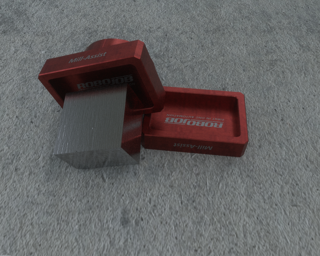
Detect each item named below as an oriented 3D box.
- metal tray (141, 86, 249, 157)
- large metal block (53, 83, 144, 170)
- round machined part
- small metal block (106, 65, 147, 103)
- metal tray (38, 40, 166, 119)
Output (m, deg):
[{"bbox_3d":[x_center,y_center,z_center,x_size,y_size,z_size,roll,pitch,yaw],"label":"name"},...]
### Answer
[{"bbox_3d":[0.046,-0.011,0.411,0.131,0.030,0.090,5,50,3],"label":"metal tray"},{"bbox_3d":[-0.068,0.000,0.363,0.080,0.050,0.080,-7,61,17],"label":"large metal block"},{"bbox_3d":[-0.054,-0.077,0.407,0.099,0.097,0.042,5,50,3],"label":"round machined part"},{"bbox_3d":[-0.049,-0.066,0.460,0.050,0.025,0.050,5,50,4],"label":"small metal block"},{"bbox_3d":[-0.068,-0.052,0.383,0.130,0.090,0.030,-7,49,18],"label":"metal tray"}]
